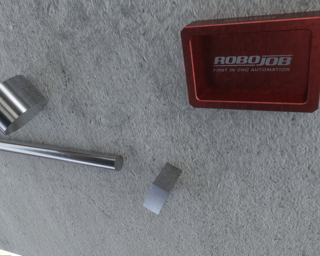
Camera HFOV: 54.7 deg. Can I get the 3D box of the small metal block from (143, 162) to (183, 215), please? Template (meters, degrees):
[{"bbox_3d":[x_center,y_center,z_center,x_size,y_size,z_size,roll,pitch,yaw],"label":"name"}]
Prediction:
[{"bbox_3d":[0.004,0.085,0.440,0.025,0.050,0.050,29,128,10],"label":"small metal block"}]

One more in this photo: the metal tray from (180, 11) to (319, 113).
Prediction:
[{"bbox_3d":[0.091,-0.064,0.314,0.130,0.030,0.089,4,121,25],"label":"metal tray"}]

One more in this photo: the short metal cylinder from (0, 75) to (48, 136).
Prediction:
[{"bbox_3d":[-0.217,-0.034,0.462,0.050,0.080,0.080,48,129,-6],"label":"short metal cylinder"}]

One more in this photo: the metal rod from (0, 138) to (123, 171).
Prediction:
[{"bbox_3d":[-0.198,0.040,0.533,0.301,0.025,0.025,6,121,25],"label":"metal rod"}]
